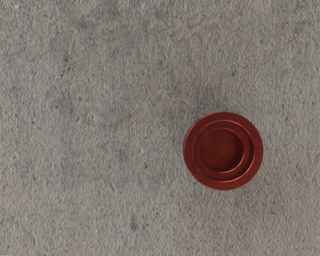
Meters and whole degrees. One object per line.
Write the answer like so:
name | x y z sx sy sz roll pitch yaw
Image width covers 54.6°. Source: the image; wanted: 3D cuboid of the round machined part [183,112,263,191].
round machined part | 0.078 0.028 0.402 0.099 0.042 0.097 0 90 0
